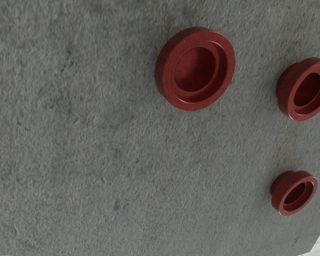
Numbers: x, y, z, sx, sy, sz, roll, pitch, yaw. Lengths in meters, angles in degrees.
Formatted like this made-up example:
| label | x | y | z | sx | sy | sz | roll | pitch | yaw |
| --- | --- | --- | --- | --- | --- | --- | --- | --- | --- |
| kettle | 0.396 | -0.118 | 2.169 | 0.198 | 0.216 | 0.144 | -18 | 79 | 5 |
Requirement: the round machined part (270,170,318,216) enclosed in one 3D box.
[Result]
| label | x | y | z | sx | sy | sz | roll | pitch | yaw |
| --- | --- | --- | --- | --- | --- | --- | --- | --- | --- |
| round machined part | 0.261 | 0.124 | 0.619 | 0.099 | 0.042 | 0.097 | -14 | 125 | -21 |

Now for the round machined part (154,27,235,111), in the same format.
| label | x | y | z | sx | sy | sz | roll | pitch | yaw |
| --- | --- | --- | --- | --- | --- | --- | --- | --- | --- |
| round machined part | 0.038 | -0.073 | 0.373 | 0.099 | 0.042 | 0.097 | -14 | 125 | -21 |

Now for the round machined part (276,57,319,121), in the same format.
| label | x | y | z | sx | sy | sz | roll | pitch | yaw |
| --- | --- | --- | --- | --- | --- | --- | --- | --- | --- |
| round machined part | 0.221 | -0.063 | 0.481 | 0.099 | 0.042 | 0.097 | -14 | 125 | -21 |
